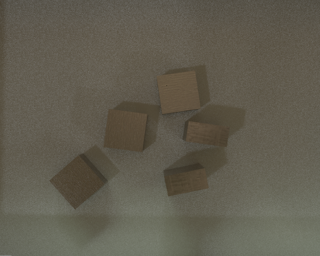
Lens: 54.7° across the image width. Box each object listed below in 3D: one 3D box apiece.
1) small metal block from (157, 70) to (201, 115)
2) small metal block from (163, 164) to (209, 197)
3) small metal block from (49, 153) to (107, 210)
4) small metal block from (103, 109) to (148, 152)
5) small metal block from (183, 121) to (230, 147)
[{"bbox_3d":[0.024,-0.046,0.412,0.050,0.025,0.050,-8,90,-1],"label":"small metal block"},{"bbox_3d":[0.032,0.066,0.399,0.050,0.050,0.025,-11,90,0],"label":"small metal block"},{"bbox_3d":[-0.107,0.070,0.410,0.050,0.025,0.050,-41,91,0],"label":"small metal block"},{"bbox_3d":[-0.045,0.003,0.411,0.050,0.025,0.050,8,90,-1],"label":"small metal block"},{"bbox_3d":[0.058,0.007,0.400,0.050,0.050,0.025,8,90,-1],"label":"small metal block"}]
